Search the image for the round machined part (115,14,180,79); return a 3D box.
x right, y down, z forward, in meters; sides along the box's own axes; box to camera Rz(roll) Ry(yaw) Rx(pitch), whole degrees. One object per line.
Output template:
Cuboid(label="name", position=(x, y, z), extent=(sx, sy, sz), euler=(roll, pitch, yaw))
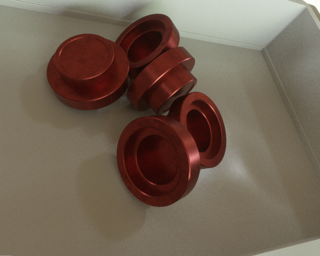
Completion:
Cuboid(label="round machined part", position=(-0.016, -0.107, 0.429), extent=(0.042, 0.098, 0.098), euler=(45, 39, -47))

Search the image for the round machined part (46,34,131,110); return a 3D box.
Cuboid(label="round machined part", position=(-0.086, -0.073, 0.370), extent=(0.099, 0.042, 0.098), euler=(0, 62, 0))

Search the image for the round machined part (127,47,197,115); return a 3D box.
Cuboid(label="round machined part", position=(0.009, -0.054, 0.397), extent=(0.099, 0.097, 0.042), euler=(-33, 78, -38))

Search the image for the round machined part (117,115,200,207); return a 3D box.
Cuboid(label="round machined part", position=(0.002, 0.034, 0.344), extent=(0.042, 0.098, 0.098), euler=(-12, 67, -53))

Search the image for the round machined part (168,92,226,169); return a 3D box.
Cuboid(label="round machined part", position=(0.042, 0.005, 0.400), extent=(0.099, 0.042, 0.098), euler=(19, 64, -44))
